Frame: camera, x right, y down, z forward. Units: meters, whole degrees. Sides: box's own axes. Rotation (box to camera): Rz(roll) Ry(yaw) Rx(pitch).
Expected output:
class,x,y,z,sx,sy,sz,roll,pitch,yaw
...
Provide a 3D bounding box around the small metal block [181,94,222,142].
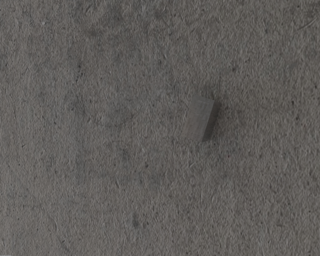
class,x,y,z,sx,sy,sz,roll,pitch,yaw
small metal block,0.052,-0.011,0.378,0.025,0.050,0.050,19,96,19
